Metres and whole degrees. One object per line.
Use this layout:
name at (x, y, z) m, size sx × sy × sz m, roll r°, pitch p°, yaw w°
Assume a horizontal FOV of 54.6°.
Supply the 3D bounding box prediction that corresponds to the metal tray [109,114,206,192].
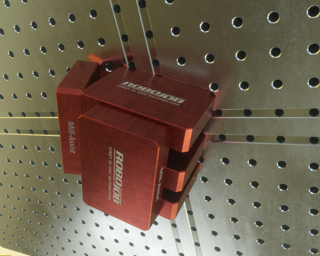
metal tray at (-0.018, 0.022, 0.391) m, size 0.130 × 0.090 × 0.030 m, roll 18°, pitch 124°, yaw 16°

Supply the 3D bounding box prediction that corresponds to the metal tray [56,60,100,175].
metal tray at (-0.104, -0.013, 0.413) m, size 0.030 × 0.090 × 0.129 m, roll 7°, pitch 124°, yaw -1°

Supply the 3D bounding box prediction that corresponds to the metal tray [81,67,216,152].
metal tray at (-0.012, -0.027, 0.358) m, size 0.130 × 0.090 × 0.030 m, roll 19°, pitch 126°, yaw 17°

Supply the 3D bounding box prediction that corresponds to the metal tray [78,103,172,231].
metal tray at (-0.041, 0.046, 0.341) m, size 0.090 × 0.030 × 0.129 m, roll 19°, pitch 126°, yaw 17°

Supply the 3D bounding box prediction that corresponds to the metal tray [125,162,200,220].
metal tray at (-0.022, 0.059, 0.418) m, size 0.130 × 0.090 × 0.030 m, roll 19°, pitch 126°, yaw 16°
